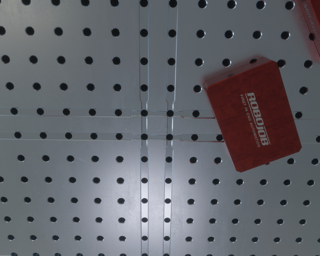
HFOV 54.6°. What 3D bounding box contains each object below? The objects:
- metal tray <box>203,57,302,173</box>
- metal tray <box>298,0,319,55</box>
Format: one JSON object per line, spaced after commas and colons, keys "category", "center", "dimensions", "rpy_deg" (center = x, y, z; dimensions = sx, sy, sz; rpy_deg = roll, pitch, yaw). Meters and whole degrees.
{"category": "metal tray", "center": [0.121, -0.015, 0.406], "dimensions": [0.090, 0.030, 0.130], "rpy_deg": [-22, 109, 7]}
{"category": "metal tray", "center": [0.218, -0.146, 0.358], "dimensions": [0.090, 0.030, 0.130], "rpy_deg": [-29, 108, 10]}
